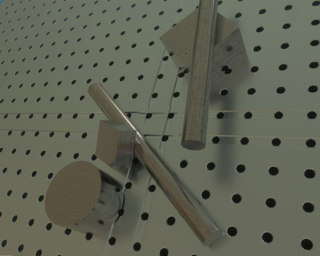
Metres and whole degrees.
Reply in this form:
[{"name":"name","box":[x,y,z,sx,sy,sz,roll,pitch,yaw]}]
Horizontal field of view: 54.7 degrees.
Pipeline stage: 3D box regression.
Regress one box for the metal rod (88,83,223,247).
[{"name":"metal rod","box":[-0.025,0.024,0.405,0.025,0.025,0.300,-42,51,-1]}]

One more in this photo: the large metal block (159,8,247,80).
[{"name":"large metal block","box":[0.059,-0.115,0.431,0.080,0.050,0.080,-37,51,3]}]

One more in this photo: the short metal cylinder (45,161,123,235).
[{"name":"short metal cylinder","box":[-0.093,0.087,0.386,0.080,0.050,0.080,-13,56,20]}]

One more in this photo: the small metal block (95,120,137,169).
[{"name":"small metal block","box":[-0.059,0.020,0.404,0.050,0.025,0.050,24,108,47]}]

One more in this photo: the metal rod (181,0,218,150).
[{"name":"metal rod","box":[0.056,-0.114,0.383,0.025,0.025,0.299,-5,60,25]}]
